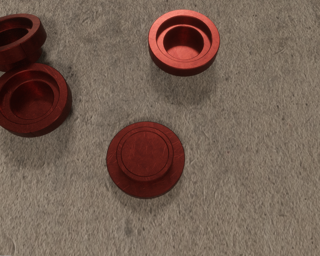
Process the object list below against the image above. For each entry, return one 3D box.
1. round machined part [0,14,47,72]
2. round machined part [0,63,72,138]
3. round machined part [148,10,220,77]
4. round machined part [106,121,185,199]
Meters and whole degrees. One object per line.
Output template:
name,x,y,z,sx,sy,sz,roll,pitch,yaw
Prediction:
round machined part,-0.204,-0.114,0.426,0.099,0.042,0.098,-5,47,6
round machined part,-0.165,-0.033,0.409,0.099,0.042,0.098,0,70,-1
round machined part,0.033,-0.116,0.442,0.099,0.042,0.098,0,70,-1
round machined part,-0.018,0.037,0.386,0.099,0.042,0.098,0,70,-1
